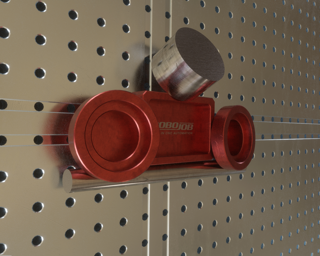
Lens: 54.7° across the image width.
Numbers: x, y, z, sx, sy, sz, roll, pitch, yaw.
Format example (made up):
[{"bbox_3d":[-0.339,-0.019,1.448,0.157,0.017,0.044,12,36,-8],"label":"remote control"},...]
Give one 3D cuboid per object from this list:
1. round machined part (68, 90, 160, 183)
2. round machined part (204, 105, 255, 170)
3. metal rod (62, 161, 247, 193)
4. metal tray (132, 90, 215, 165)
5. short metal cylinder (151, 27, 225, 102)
[{"bbox_3d":[-0.053,0.009,0.343,0.099,0.042,0.097,2,87,-32],"label":"round machined part"},{"bbox_3d":[0.104,0.015,0.475,0.099,0.042,0.097,2,87,-47],"label":"round machined part"},{"bbox_3d":[0.019,0.059,0.420,0.302,0.025,0.025,2,89,-40],"label":"metal rod"},{"bbox_3d":[0.020,0.001,0.417,0.131,0.030,0.089,1,90,-40],"label":"metal tray"},{"bbox_3d":[0.036,-0.081,0.399,0.080,0.050,0.080,21,52,-29],"label":"short metal cylinder"}]
